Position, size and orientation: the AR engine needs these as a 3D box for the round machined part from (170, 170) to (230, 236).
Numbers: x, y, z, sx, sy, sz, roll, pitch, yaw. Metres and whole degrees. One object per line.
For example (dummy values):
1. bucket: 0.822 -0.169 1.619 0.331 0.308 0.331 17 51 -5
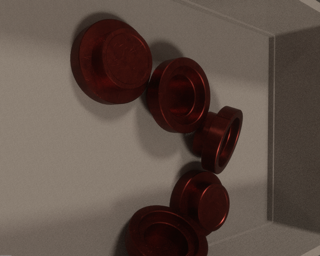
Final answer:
1. round machined part: 0.064 0.112 0.452 0.099 0.042 0.097 0 90 -40

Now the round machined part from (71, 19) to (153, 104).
1. round machined part: -0.048 -0.076 0.357 0.099 0.042 0.097 0 90 -40

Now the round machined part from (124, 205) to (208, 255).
1. round machined part: 0.005 0.143 0.375 0.099 0.098 0.042 -3 123 -40

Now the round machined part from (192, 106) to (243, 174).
1. round machined part: 0.081 0.014 0.449 0.099 0.042 0.097 -44 144 -43

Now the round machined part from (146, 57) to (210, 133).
1. round machined part: 0.020 -0.042 0.412 0.099 0.042 0.097 -2 94 -43
